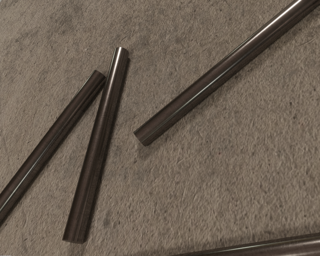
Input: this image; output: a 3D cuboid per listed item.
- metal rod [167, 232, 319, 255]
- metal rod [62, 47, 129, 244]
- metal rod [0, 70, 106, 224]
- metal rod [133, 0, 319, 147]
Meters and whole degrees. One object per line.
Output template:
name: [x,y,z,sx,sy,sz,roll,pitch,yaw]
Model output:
metal rod: [0.067,0.125,0.291,0.301,0.025,0.025,-17,55,18]
metal rod: [-0.084,0.006,0.442,0.025,0.025,0.299,-5,59,25]
metal rod: [-0.178,0.035,0.473,0.025,0.025,0.300,24,74,36]
metal rod: [0.089,-0.080,0.405,0.300,0.025,0.025,-39,51,1]
